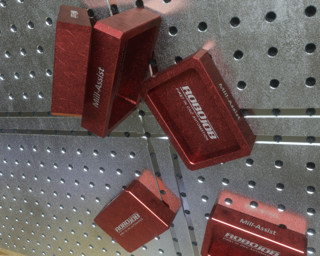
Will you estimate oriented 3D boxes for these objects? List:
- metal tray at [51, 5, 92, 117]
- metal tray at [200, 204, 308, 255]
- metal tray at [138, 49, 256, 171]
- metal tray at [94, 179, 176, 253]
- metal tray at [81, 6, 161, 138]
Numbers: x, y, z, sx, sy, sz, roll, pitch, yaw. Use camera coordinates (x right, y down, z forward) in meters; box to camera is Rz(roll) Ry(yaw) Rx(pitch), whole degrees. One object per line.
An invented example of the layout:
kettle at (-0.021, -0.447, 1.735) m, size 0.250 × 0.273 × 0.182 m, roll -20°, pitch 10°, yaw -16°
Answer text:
metal tray at (-0.098, -0.079, 0.340) m, size 0.030 × 0.130 × 0.089 m, roll 4°, pitch 116°, yaw -18°
metal tray at (0.130, 0.171, 0.444) m, size 0.130 × 0.030 × 0.089 m, roll 17°, pitch 125°, yaw 18°
metal tray at (0.044, -0.016, 0.373) m, size 0.090 × 0.030 × 0.130 m, roll -23°, pitch 107°, yaw 36°
metal tray at (-0.046, 0.153, 0.525) m, size 0.090 × 0.030 × 0.129 m, roll 43°, pitch 129°, yaw -2°
metal tray at (-0.045, -0.062, 0.352) m, size 0.030 × 0.090 × 0.129 m, roll 27°, pitch 128°, yaw 11°
